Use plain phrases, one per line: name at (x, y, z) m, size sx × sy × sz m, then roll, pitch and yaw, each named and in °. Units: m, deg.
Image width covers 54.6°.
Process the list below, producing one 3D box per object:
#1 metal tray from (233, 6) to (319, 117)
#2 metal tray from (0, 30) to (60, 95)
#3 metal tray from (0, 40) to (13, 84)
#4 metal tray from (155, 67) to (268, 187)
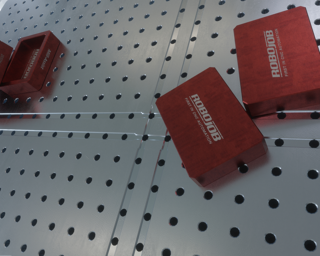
metal tray at (0.144, -0.083, 0.381) m, size 0.090 × 0.030 × 0.130 m, roll -12°, pitch 57°, yaw 22°
metal tray at (-0.263, -0.132, 0.626) m, size 0.090 × 0.030 × 0.130 m, roll -4°, pitch 60°, yaw 26°
metal tray at (-0.346, -0.107, 0.628) m, size 0.090 × 0.030 × 0.130 m, roll -35°, pitch 42°, yaw 28°
metal tray at (0.057, -0.006, 0.379) m, size 0.090 × 0.030 × 0.130 m, roll -30°, pitch 52°, yaw 8°
